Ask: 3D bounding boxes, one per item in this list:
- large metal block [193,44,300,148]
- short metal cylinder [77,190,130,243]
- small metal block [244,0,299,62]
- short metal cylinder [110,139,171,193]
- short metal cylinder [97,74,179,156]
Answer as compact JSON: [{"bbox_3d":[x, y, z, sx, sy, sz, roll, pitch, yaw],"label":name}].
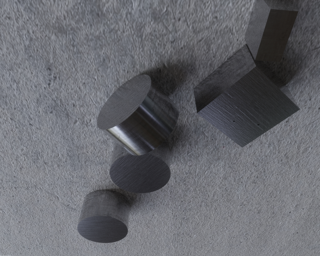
[{"bbox_3d":[0.098,-0.035,0.362,0.080,0.050,0.080,35,122,-26],"label":"large metal block"},{"bbox_3d":[-0.092,0.148,0.516,0.081,0.050,0.079,0,130,0],"label":"short metal cylinder"},{"bbox_3d":[0.107,-0.100,0.306,0.025,0.050,0.050,3,130,-3],"label":"small metal block"},{"bbox_3d":[-0.026,0.045,0.429,0.081,0.050,0.079,0,130,0],"label":"short metal cylinder"},{"bbox_3d":[-0.026,-0.015,0.358,0.080,0.080,0.050,-31,124,23],"label":"short metal cylinder"}]
